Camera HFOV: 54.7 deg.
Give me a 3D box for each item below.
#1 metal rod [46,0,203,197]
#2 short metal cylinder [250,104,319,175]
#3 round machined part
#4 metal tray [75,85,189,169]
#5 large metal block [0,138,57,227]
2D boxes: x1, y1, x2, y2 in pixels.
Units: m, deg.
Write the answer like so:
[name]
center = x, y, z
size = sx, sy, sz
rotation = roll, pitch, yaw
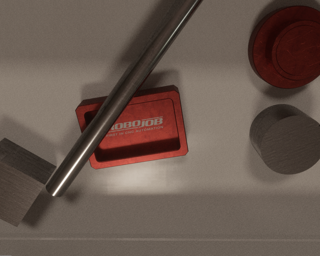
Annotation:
[metal rod]
center = -0.048, -0.034, 0.365
size = 0.025, 0.025, 0.299
rotation = 34, 105, -12
[short metal cylinder]
center = 0.164, 0.014, 0.405
size = 0.081, 0.050, 0.079
rotation = 0, 110, -1
[round machined part]
center = 0.160, -0.094, 0.370
size = 0.099, 0.042, 0.097
rotation = 0, 110, -1
[metal tray]
center = -0.034, -0.001, 0.407
size = 0.131, 0.030, 0.089
rotation = -9, 110, 3
[large metal block]
center = -0.203, 0.074, 0.422
size = 0.080, 0.050, 0.080
rotation = 33, 107, -12
